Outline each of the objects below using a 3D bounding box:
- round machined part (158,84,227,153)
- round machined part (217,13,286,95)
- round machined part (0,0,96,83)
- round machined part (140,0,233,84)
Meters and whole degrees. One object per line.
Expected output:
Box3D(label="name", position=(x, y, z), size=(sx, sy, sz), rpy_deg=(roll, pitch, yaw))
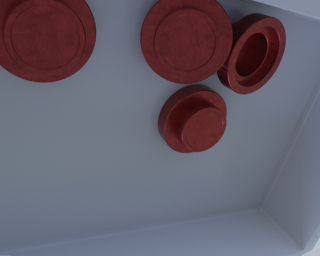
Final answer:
Box3D(label="round machined part", position=(0.051, -0.006, 0.421), size=(0.099, 0.042, 0.097), rpy_deg=(-14, 124, -21))
Box3D(label="round machined part", position=(0.108, -0.095, 0.391), size=(0.099, 0.042, 0.097), rpy_deg=(-21, 130, -26))
Box3D(label="round machined part", position=(-0.107, -0.087, 0.285), size=(0.099, 0.042, 0.097), rpy_deg=(-14, 124, -21))
Box3D(label="round machined part", position=(0.028, -0.094, 0.330), size=(0.099, 0.042, 0.097), rpy_deg=(0, 115, 1))
